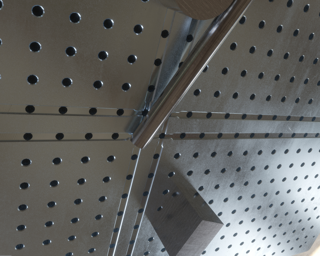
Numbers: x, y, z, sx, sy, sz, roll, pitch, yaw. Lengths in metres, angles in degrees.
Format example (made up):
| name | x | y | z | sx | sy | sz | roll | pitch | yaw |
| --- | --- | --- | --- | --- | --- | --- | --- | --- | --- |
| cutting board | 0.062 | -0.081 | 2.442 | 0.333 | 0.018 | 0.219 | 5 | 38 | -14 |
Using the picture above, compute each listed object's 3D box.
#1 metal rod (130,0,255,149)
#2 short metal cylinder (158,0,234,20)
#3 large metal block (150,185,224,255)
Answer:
| name | x | y | z | sx | sy | sz | roll | pitch | yaw |
| --- | --- | --- | --- | --- | --- | --- | --- | --- | --- |
| metal rod | 0.056 | -0.096 | 0.367 | 0.025 | 0.025 | 0.299 | 24 | 111 | -37 |
| short metal cylinder | 0.036 | -0.158 | 0.319 | 0.081 | 0.050 | 0.079 | -14 | 125 | -21 |
| large metal block | 0.041 | 0.152 | 0.494 | 0.050 | 0.080 | 0.080 | 23 | 106 | -37 |
